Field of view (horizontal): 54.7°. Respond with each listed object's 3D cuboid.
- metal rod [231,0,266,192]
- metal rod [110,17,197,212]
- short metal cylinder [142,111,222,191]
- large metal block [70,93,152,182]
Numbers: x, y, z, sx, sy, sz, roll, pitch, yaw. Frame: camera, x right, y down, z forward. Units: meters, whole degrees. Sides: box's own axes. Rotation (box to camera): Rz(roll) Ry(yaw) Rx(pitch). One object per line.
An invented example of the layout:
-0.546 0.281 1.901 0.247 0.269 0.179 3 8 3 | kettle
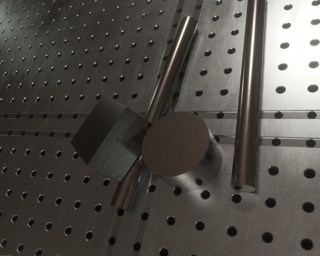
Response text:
0.115 -0.069 0.389 0.025 0.025 0.299 -2 61 27 | metal rod
-0.001 -0.034 0.428 0.025 0.025 0.300 6 65 30 | metal rod
0.026 0.028 0.361 0.080 0.050 0.080 -13 56 20 | short metal cylinder
-0.062 0.009 0.396 0.080 0.050 0.080 -56 34 -2 | large metal block
